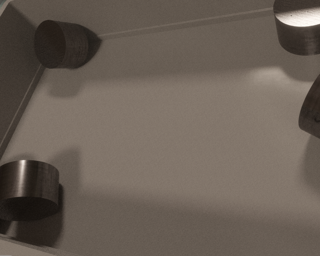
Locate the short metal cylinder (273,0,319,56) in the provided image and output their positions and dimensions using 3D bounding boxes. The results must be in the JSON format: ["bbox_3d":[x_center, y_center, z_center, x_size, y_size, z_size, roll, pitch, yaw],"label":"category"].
[{"bbox_3d":[0.183,-0.136,0.376,0.080,0.050,0.080,-13,56,21],"label":"short metal cylinder"}]

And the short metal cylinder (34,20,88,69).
[{"bbox_3d":[-0.173,-0.145,0.542,0.080,0.050,0.079,7,104,31],"label":"short metal cylinder"}]

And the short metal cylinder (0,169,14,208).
[{"bbox_3d":[-0.263,0.092,0.446,0.080,0.050,0.080,-19,23,9],"label":"short metal cylinder"}]

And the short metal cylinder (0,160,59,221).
[{"bbox_3d":[-0.176,0.084,0.409,0.080,0.080,0.050,-22,54,15],"label":"short metal cylinder"}]

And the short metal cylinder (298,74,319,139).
[{"bbox_3d":[0.177,-0.022,0.291,0.080,0.080,0.050,-49,52,-6],"label":"short metal cylinder"}]
